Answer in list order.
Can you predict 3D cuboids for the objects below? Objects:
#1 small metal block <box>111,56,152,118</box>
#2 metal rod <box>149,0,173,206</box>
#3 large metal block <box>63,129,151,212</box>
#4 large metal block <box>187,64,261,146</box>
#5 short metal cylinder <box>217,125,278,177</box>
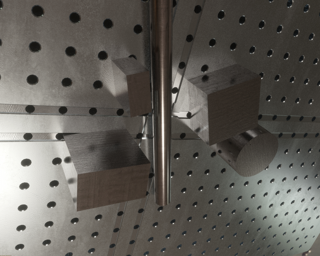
[{"bbox_3d":[-0.032,-0.047,0.349,0.025,0.050,0.050,-16,125,-20],"label":"small metal block"},{"bbox_3d":[0.003,-0.013,0.405,0.025,0.025,0.298,-14,125,-21],"label":"metal rod"},{"bbox_3d":[-0.067,0.045,0.368,0.081,0.080,0.050,-6,121,-26],"label":"large metal block"},{"bbox_3d":[0.087,-0.033,0.425,0.081,0.050,0.079,-20,127,-17],"label":"large metal block"},{"bbox_3d":[0.138,0.031,0.492,0.081,0.050,0.079,-14,124,-21],"label":"short metal cylinder"}]
